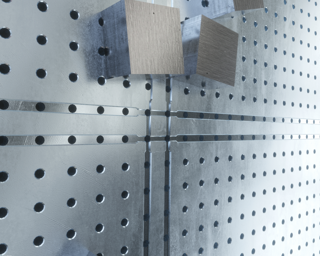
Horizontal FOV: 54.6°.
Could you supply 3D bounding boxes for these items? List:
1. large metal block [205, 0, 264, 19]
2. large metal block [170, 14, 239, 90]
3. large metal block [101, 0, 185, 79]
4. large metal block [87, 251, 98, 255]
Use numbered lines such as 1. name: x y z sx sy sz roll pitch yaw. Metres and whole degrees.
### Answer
1. large metal block: 0.113 -0.220 0.486 0.081 0.050 0.080 -22 104 -38
2. large metal block: 0.065 -0.104 0.446 0.081 0.050 0.080 9 84 -40
3. large metal block: -0.020 -0.102 0.375 0.081 0.050 0.080 -8 96 -40
4. large metal block: -0.043 0.186 0.337 0.080 0.080 0.050 45 63 -31
